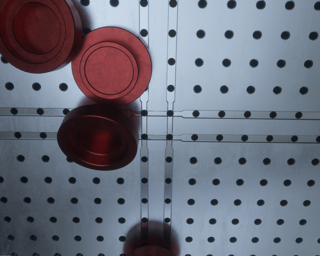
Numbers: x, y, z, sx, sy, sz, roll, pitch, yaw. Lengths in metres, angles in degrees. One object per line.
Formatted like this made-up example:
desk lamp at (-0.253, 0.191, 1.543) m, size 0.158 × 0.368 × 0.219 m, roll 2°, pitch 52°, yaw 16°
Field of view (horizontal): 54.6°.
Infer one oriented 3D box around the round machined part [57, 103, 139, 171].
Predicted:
round machined part at (-0.075, 0.008, 0.395) m, size 0.098 × 0.042 × 0.097 m, roll 2°, pitch 133°, yaw 3°

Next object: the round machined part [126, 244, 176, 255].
round machined part at (-0.014, 0.224, 0.486) m, size 0.099 × 0.042 × 0.097 m, roll 0°, pitch 110°, yaw 0°

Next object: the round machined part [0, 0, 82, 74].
round machined part at (-0.136, -0.114, 0.356) m, size 0.098 × 0.042 × 0.097 m, roll 2°, pitch 105°, yaw 7°

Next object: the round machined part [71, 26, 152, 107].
round machined part at (-0.059, -0.072, 0.377) m, size 0.099 × 0.042 × 0.097 m, roll 0°, pitch 110°, yaw 0°
